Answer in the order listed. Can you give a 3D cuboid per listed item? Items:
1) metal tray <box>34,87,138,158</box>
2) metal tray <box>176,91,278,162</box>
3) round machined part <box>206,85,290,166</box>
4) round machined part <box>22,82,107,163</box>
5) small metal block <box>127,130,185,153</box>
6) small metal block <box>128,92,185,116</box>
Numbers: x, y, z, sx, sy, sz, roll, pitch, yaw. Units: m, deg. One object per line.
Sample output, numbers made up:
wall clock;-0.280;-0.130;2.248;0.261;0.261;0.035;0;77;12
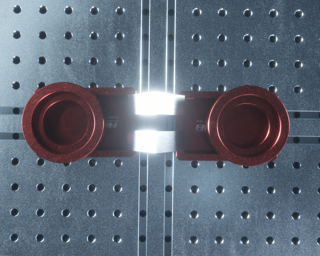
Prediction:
metal tray;-0.095;-0.007;0.411;0.131;0.030;0.089;-1;92;0
metal tray;0.086;-0.002;0.412;0.131;0.030;0.089;1;90;0
round machined part;0.107;-0.003;0.393;0.099;0.042;0.097;0;90;0
round machined part;-0.116;-0.006;0.391;0.099;0.042;0.097;0;90;0
small metal block;-0.005;0.016;0.386;0.050;0.050;0.025;1;90;44
small metal block;-0.005;-0.029;0.386;0.050;0.050;0.025;1;90;44
